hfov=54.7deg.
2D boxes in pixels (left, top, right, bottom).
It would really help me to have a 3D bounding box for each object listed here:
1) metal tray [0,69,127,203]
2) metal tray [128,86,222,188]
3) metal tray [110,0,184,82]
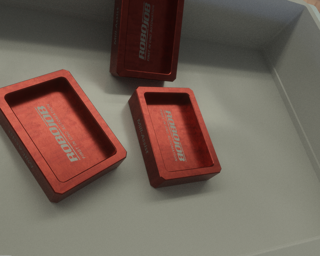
[{"bbox_3d":[-0.110,0.004,0.341,0.091,0.030,0.130,-29,78,-38],"label":"metal tray"},{"bbox_3d":[0.018,0.008,0.408,0.091,0.030,0.130,-3,63,-30],"label":"metal tray"},{"bbox_3d":[-0.017,-0.133,0.428,0.091,0.030,0.129,1,100,-28],"label":"metal tray"}]
